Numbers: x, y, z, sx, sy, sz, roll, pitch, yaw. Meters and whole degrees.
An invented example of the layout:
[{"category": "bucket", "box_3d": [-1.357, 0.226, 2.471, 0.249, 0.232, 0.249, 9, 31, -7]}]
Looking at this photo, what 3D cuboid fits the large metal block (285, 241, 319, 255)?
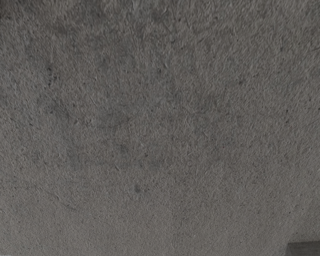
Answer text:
[{"category": "large metal block", "box_3d": [0.303, 0.274, 0.627, 0.080, 0.050, 0.080, -6, 130, 5]}]
